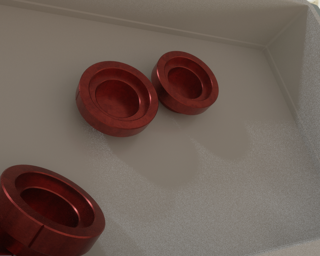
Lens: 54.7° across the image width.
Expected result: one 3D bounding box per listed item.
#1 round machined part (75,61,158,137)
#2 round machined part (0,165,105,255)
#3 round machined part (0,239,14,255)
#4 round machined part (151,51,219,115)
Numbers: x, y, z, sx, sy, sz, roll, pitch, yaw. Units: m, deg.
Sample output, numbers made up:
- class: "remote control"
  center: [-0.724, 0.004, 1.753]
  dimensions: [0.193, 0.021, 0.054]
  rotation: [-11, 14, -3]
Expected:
- class: "round machined part"
  center: [-0.055, -0.032, 0.384]
  dimensions: [0.099, 0.042, 0.098]
  rotation: [14, 56, -21]
- class: "round machined part"
  center: [-0.101, 0.078, 0.270]
  dimensions: [0.098, 0.098, 0.042]
  rotation: [34, 95, -6]
- class: "round machined part"
  center: [-0.163, 0.103, 0.221]
  dimensions: [0.099, 0.098, 0.042]
  rotation: [19, 93, -17]
- class: "round machined part"
  center: [0.032, -0.060, 0.448]
  dimensions: [0.099, 0.042, 0.098]
  rotation: [14, 56, -21]
